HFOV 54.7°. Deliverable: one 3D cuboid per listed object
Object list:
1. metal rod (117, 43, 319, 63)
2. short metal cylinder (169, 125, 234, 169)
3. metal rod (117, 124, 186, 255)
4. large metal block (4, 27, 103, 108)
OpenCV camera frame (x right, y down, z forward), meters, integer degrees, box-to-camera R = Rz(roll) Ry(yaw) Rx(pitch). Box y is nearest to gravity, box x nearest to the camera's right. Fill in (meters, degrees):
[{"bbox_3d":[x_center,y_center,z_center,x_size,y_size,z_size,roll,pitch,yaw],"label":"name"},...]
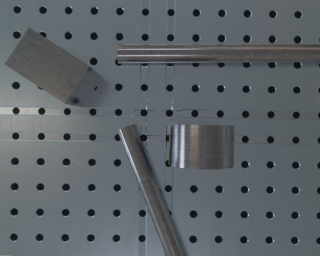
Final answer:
[{"bbox_3d":[0.096,-0.100,0.414,0.302,0.025,0.025,0,90,0],"label":"metal rod"},{"bbox_3d":[0.051,0.021,0.386,0.081,0.080,0.050,1,90,0],"label":"short metal cylinder"},{"bbox_3d":[0.009,0.138,0.413,0.025,0.025,0.299,-21,90,0],"label":"metal rod"},{"bbox_3d":[-0.126,-0.070,0.385,0.080,0.080,0.050,33,90,0],"label":"large metal block"}]
